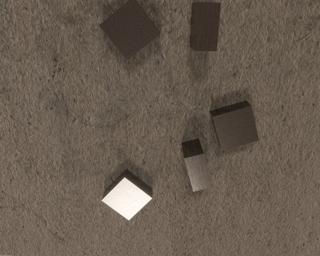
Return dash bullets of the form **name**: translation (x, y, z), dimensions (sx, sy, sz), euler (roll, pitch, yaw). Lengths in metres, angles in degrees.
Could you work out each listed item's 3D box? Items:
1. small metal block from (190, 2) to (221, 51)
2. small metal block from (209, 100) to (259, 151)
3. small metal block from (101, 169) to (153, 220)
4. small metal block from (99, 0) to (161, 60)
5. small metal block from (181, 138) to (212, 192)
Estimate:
- **small metal block**: translation (0.050, -0.116, 0.354), dimensions (0.025, 0.050, 0.050), euler (1, 110, -1)
- **small metal block**: translation (0.098, -0.003, 0.410), dimensions (0.050, 0.025, 0.050), euler (-16, 110, 5)
- **small metal block**: translation (-0.046, 0.096, 0.444), dimensions (0.050, 0.025, 0.050), euler (40, 105, -14)
- **small metal block**: translation (-0.034, -0.117, 0.366), dimensions (0.050, 0.025, 0.050), euler (-36, 107, 12)
- **small metal block**: translation (0.049, 0.048, 0.415), dimensions (0.025, 0.050, 0.050), euler (-15, 110, 5)
